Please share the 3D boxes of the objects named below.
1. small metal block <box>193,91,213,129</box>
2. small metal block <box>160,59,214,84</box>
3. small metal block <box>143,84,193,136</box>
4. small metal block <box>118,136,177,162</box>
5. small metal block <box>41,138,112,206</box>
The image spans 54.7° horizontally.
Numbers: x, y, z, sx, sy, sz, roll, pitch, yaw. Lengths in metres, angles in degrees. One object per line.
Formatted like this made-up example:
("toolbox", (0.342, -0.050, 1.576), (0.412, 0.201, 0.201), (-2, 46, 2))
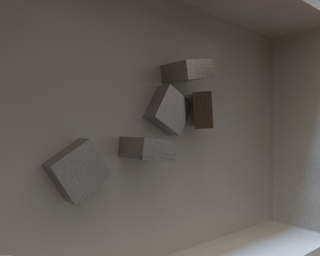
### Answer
("small metal block", (0.061, -0.026, 0.440), (0.050, 0.025, 0.050), (-25, 112, -81))
("small metal block", (0.037, -0.077, 0.421), (0.050, 0.050, 0.025), (-12, 98, -39))
("small metal block", (0.012, -0.023, 0.416), (0.050, 0.025, 0.050), (37, 67, -34))
("small metal block", (-0.015, 0.026, 0.377), (0.050, 0.050, 0.025), (9, 85, -40))
("small metal block", (-0.088, 0.045, 0.333), (0.050, 0.025, 0.050), (-39, 114, -33))
